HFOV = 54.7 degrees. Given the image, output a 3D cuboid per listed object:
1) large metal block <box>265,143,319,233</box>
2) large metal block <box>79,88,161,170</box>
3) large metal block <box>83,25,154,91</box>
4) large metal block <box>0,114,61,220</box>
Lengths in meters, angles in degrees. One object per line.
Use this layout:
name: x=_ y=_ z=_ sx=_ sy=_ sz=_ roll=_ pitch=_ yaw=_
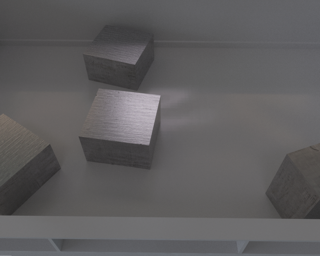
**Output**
large metal block: x=0.168 y=0.058 z=0.322 sx=0.081 sy=0.080 sz=0.050 roll=-16 pitch=52 yaw=-13
large metal block: x=-0.045 y=0.000 z=0.388 sx=0.080 sy=0.050 sz=0.080 roll=7 pitch=50 yaw=6
large metal block: x=-0.060 y=-0.111 z=0.481 sx=0.080 sy=0.050 sz=0.080 roll=14 pitch=51 yaw=11
large metal block: x=-0.177 y=0.041 z=0.353 sx=0.080 sy=0.050 sz=0.080 roll=28 pitch=55 yaw=21
